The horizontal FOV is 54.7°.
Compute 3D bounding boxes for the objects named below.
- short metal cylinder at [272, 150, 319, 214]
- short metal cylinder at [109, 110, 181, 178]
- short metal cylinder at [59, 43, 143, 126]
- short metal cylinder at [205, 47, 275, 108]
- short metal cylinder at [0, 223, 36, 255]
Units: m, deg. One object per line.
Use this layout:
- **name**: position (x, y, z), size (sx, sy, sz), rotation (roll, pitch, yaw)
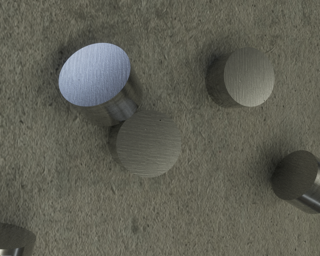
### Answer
- **short metal cylinder**: position (0.215, 0.080, 0.459), size (0.050, 0.080, 0.080), rotation (30, 80, -18)
- **short metal cylinder**: position (-0.020, 0.018, 0.388), size (0.081, 0.050, 0.080), rotation (0, 90, -20)
- **short metal cylinder**: position (-0.065, -0.048, 0.351), size (0.080, 0.050, 0.080), rotation (-5, 65, 10)
- **short metal cylinder**: position (0.112, -0.068, 0.437), size (0.081, 0.050, 0.080), rotation (0, 90, -20)
- **short metal cylinder**: position (-0.175, 0.133, 0.316), size (0.081, 0.080, 0.050), rotation (14, 85, -20)
